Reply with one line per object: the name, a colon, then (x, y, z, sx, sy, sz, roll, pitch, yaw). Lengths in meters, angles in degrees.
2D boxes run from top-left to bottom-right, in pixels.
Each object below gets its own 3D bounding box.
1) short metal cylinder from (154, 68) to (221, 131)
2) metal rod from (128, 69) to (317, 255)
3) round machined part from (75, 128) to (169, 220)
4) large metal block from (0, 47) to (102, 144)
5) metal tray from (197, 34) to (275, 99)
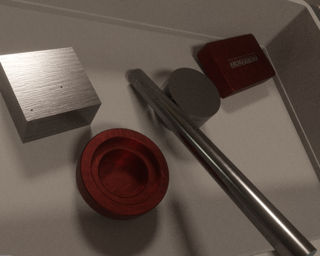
short metal cylinder: (0.037, -0.037, 0.434, 0.081, 0.050, 0.080, 14, 56, -21)
metal rod: (0.040, 0.016, 0.340, 0.025, 0.025, 0.300, -8, 41, -32)
round machined part: (-0.043, 0.052, 0.341, 0.099, 0.042, 0.098, 14, 56, -21)
large metal block: (-0.125, -0.039, 0.347, 0.081, 0.050, 0.080, -19, 72, -36)
metal tray: (0.135, -0.111, 0.538, 0.131, 0.030, 0.090, -22, 81, -36)
